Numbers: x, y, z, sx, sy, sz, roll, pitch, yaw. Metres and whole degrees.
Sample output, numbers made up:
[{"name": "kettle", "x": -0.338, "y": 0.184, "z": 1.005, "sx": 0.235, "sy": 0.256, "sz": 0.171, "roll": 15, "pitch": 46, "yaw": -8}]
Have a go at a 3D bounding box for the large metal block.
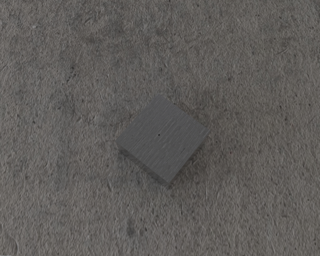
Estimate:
[{"name": "large metal block", "x": 0.004, "y": 0.018, "z": 0.389, "sx": 0.080, "sy": 0.050, "sz": 0.080, "roll": 37, "pitch": 74, "yaw": 12}]
